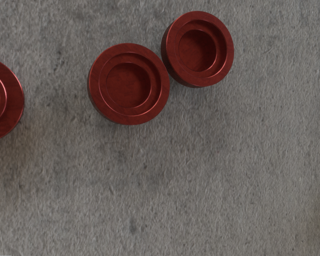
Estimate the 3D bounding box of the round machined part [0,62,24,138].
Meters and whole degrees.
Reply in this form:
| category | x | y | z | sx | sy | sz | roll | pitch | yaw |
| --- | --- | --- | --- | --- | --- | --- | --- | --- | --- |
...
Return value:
| category | x | y | z | sx | sy | sz | roll | pitch | yaw |
| --- | --- | --- | --- | --- | --- | --- | --- | --- | --- |
| round machined part | -0.198 | -0.031 | 0.327 | 0.099 | 0.042 | 0.097 | 0 | 90 | -21 |

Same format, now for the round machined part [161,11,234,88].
| category | x | y | z | sx | sy | sz | roll | pitch | yaw |
| --- | --- | --- | --- | --- | --- | --- | --- | --- | --- |
| round machined part | 0.047 | -0.102 | 0.418 | 0.099 | 0.042 | 0.097 | 0 | 90 | -21 |

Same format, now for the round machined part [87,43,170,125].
| category | x | y | z | sx | sy | sz | roll | pitch | yaw |
| --- | --- | --- | --- | --- | --- | --- | --- | --- | --- |
| round machined part | -0.041 | -0.052 | 0.386 | 0.099 | 0.042 | 0.097 | 0 | 90 | -21 |
